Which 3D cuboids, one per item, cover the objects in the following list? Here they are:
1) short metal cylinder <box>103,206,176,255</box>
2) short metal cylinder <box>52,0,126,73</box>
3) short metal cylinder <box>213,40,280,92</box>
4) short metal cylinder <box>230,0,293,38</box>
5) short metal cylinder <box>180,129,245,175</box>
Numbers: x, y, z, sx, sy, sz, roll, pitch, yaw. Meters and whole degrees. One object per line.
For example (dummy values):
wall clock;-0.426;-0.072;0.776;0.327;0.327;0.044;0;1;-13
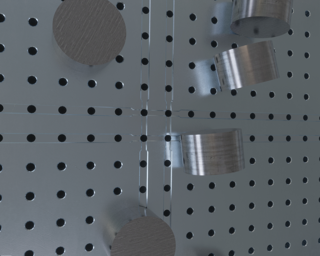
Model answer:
short metal cylinder;-0.027;0.144;0.390;0.081;0.050;0.079;0;90;-20
short metal cylinder;-0.085;-0.110;0.367;0.081;0.050;0.079;0;90;-20
short metal cylinder;0.118;-0.084;0.427;0.081;0.080;0.050;-16;96;-19
short metal cylinder;0.143;-0.165;0.436;0.081;0.080;0.050;8;88;-20
short metal cylinder;0.069;0.029;0.409;0.081;0.080;0.050;-7;93;-20
